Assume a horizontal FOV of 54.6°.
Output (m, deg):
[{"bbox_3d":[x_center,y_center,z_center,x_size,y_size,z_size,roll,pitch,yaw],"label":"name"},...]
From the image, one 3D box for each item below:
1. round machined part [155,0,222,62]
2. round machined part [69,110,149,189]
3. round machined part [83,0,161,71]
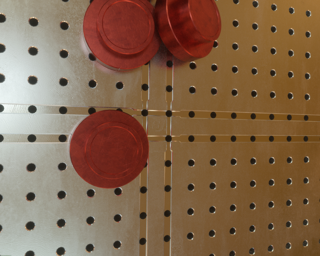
[{"bbox_3d":[0.043,-0.138,0.398,0.099,0.042,0.098,11,75,-45],"label":"round machined part"},{"bbox_3d":[-0.060,0.026,0.381,0.099,0.042,0.097,0,90,-20],"label":"round machined part"},{"bbox_3d":[-0.044,-0.122,0.382,0.099,0.042,0.097,-1,93,-16],"label":"round machined part"}]
